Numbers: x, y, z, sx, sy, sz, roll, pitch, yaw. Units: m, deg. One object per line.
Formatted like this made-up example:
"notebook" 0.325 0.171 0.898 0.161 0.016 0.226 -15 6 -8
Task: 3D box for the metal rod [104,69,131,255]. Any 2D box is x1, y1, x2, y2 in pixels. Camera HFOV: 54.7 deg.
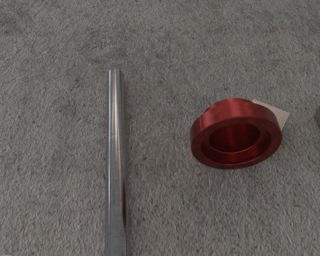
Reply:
"metal rod" -0.053 0.034 0.373 0.025 0.025 0.300 -4 50 -4

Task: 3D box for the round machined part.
"round machined part" 0.083 0.004 0.353 0.099 0.097 0.042 0 50 -1

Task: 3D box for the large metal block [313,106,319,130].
"large metal block" 0.257 -0.003 0.391 0.081 0.050 0.080 -2 50 -2

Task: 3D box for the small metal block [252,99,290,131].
"small metal block" 0.135 -0.005 0.409 0.050 0.025 0.050 25 54 20
